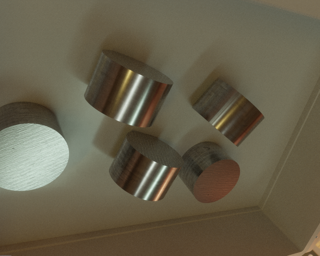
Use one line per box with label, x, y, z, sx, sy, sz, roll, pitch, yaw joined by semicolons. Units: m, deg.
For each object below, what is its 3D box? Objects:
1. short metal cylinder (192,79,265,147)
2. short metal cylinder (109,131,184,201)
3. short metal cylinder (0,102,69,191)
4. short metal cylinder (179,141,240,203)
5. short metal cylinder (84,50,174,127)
short metal cylinder;0.089;-0.020;0.409;0.050;0.080;0.080;-49;129;6
short metal cylinder;-0.017;0.047;0.392;0.081;0.080;0.050;17;109;-35
short metal cylinder;-0.142;0.019;0.326;0.081;0.050;0.079;-14;124;-21
short metal cylinder;0.074;0.067;0.474;0.081;0.050;0.079;-14;124;-21
short metal cylinder;-0.033;-0.043;0.329;0.081;0.080;0.050;14;111;-34
